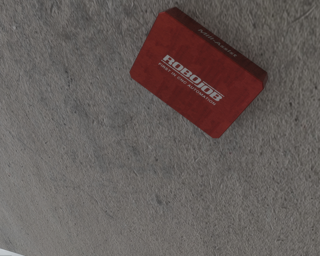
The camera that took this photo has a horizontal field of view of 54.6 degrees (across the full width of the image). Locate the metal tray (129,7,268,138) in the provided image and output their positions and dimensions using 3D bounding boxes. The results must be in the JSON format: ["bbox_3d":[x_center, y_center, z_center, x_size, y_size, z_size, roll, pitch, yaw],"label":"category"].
[{"bbox_3d":[0.039,-0.059,0.347,0.130,0.030,0.089,37,129,3],"label":"metal tray"}]
